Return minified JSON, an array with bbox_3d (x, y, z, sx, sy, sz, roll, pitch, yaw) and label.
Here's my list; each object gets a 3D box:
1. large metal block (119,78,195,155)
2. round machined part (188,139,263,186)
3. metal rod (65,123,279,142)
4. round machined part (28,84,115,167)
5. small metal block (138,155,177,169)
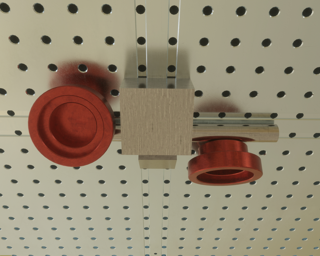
[{"bbox_3d":[-0.004,-0.015,0.368,0.081,0.050,0.079,0,112,-1],"label":"large metal block"},{"bbox_3d":[0.087,0.047,0.425,0.099,0.042,0.098,0,156,0],"label":"round machined part"},{"bbox_3d":[0.006,0.006,0.418,0.302,0.025,0.025,0,130,-1],"label":"metal rod"},{"bbox_3d":[-0.103,-0.005,0.378,0.099,0.042,0.097,0,104,-1],"label":"round machined part"},{"bbox_3d":[-0.003,0.039,0.432,0.050,0.025,0.050,0,159,-1],"label":"small metal block"}]
